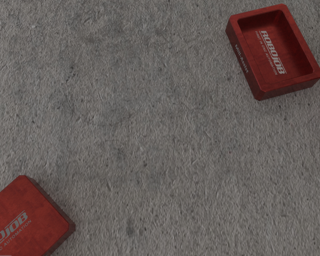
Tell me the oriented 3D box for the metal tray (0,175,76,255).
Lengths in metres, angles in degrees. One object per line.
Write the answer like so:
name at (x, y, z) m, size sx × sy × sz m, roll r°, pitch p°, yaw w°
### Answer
metal tray at (-0.177, 0.131, 0.356) m, size 0.090 × 0.030 × 0.130 m, roll 42°, pitch 75°, yaw 14°

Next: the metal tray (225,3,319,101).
metal tray at (0.160, -0.111, 0.446) m, size 0.091 × 0.030 × 0.130 m, roll -15°, pitch 71°, yaw -6°
